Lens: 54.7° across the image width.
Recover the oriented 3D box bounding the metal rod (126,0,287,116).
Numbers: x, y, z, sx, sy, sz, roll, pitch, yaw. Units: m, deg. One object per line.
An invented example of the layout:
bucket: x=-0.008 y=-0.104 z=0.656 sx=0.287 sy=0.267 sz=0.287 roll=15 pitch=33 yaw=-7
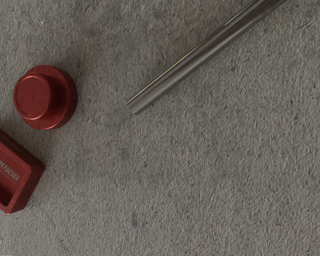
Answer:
metal rod: x=0.078 y=-0.113 z=0.381 sx=0.300 sy=0.025 sz=0.025 roll=-36 pitch=79 yaw=16

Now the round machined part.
round machined part: x=-0.177 y=-0.046 z=0.462 sx=0.098 sy=0.042 sz=0.097 roll=0 pitch=90 yaw=20

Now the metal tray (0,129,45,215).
metal tray: x=-0.256 y=0.063 z=0.496 sx=0.130 sy=0.030 sz=0.090 roll=33 pitch=101 yaw=16
